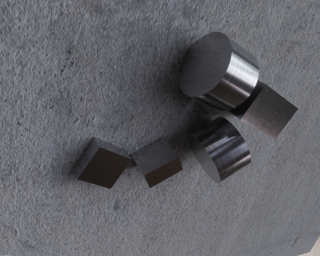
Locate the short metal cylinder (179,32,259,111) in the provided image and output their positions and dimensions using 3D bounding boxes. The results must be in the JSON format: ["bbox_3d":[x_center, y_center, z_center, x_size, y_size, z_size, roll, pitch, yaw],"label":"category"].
[{"bbox_3d":[0.069,-0.066,0.370,0.050,0.080,0.080,21,107,-36],"label":"short metal cylinder"}]

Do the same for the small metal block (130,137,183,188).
[{"bbox_3d":[-0.005,0.046,0.418,0.050,0.050,0.025,-28,128,-11],"label":"small metal block"}]

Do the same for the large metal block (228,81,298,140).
[{"bbox_3d":[0.121,-0.037,0.417,0.080,0.080,0.050,23,106,-37],"label":"large metal block"}]

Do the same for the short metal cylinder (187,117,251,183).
[{"bbox_3d":[0.082,0.031,0.437,0.050,0.080,0.080,-30,129,-9],"label":"short metal cylinder"}]

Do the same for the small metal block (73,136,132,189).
[{"bbox_3d":[-0.073,0.045,0.396,0.050,0.025,0.050,27,103,-38],"label":"small metal block"}]
